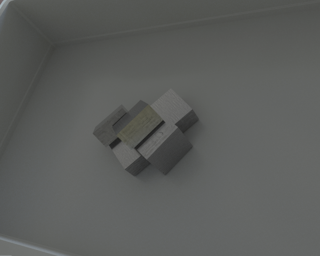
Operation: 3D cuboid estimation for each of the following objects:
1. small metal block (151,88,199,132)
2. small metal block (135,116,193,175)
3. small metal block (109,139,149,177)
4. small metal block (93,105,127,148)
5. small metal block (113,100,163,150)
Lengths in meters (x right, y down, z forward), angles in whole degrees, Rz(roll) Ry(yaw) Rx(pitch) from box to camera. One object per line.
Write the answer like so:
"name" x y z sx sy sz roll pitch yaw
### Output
"small metal block" 0.013 -0.016 0.405 0.050 0.025 0.050 -41 51 0
"small metal block" 0.006 0.022 0.370 0.050 0.050 0.025 -46 51 -4
"small metal block" -0.032 0.026 0.403 0.050 0.025 0.050 -41 51 0
"small metal block" -0.062 -0.004 0.422 0.050 0.025 0.050 -41 13 0
"small metal block" -0.028 -0.005 0.373 0.050 0.025 0.050 -44 18 -3
